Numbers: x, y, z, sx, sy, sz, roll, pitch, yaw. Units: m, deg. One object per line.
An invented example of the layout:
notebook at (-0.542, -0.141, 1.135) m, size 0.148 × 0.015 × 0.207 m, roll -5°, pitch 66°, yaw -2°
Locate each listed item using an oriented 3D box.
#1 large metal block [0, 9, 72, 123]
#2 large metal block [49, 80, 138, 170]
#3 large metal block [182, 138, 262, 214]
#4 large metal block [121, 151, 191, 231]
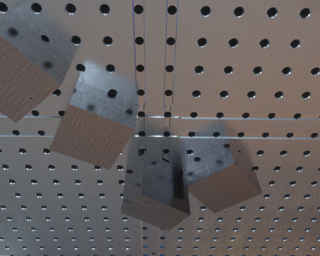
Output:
large metal block at (-0.160, -0.064, 0.338) m, size 0.080 × 0.050 × 0.080 m, roll -32°, pitch 124°, yaw 24°
large metal block at (-0.083, -0.002, 0.393) m, size 0.080 × 0.050 × 0.080 m, roll 22°, pitch 127°, yaw -18°
large metal block at (0.091, 0.073, 0.459) m, size 0.080 × 0.050 × 0.080 m, roll -31°, pitch 124°, yaw 23°
large metal block at (-0.005, 0.092, 0.454) m, size 0.080 × 0.080 × 0.050 m, roll 29°, pitch 124°, yaw -23°
